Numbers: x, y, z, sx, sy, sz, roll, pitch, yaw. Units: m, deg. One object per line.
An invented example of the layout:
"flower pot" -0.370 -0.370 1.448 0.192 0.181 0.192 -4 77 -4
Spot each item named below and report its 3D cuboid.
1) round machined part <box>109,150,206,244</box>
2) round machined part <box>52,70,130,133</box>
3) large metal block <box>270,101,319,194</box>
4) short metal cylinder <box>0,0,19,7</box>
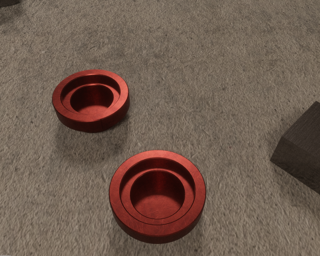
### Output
"round machined part" -0.002 0.075 0.329 0.099 0.042 0.098 0 50 0
"round machined part" -0.090 -0.032 0.418 0.099 0.042 0.098 0 50 0
"large metal block" 0.194 0.025 0.369 0.080 0.050 0.080 -37 60 -27
"short metal cylinder" -0.316 -0.286 0.604 0.081 0.080 0.050 -19 53 -16
